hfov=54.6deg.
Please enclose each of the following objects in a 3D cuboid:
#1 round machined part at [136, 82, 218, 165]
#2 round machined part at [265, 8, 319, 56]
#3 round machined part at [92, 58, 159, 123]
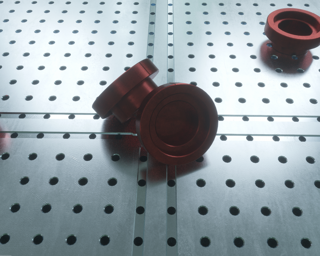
[{"bbox_3d":[0.018,-0.007,0.379,0.099,0.097,0.042,-18,17,-15],"label":"round machined part"},{"bbox_3d":[0.230,-0.162,0.534,0.099,0.042,0.098,0,50,0],"label":"round machined part"},{"bbox_3d":[-0.037,-0.043,0.406,0.042,0.098,0.098,49,60,-3],"label":"round machined part"}]
